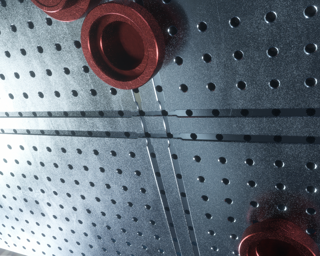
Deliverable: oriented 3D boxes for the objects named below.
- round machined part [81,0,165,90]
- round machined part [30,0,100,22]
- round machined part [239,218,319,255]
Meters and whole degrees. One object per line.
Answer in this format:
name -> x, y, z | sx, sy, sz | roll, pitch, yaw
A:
round machined part -> -0.039, -0.097, 0.359 | 0.098, 0.042, 0.097 | 13, 124, 20
round machined part -> -0.119, -0.172, 0.355 | 0.098, 0.042, 0.097 | 13, 124, 20
round machined part -> 0.160, 0.161, 0.415 | 0.098, 0.042, 0.097 | 13, 124, 20
